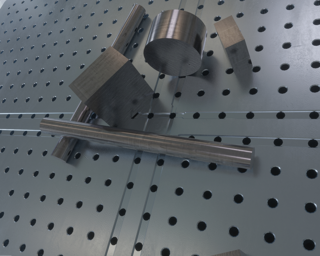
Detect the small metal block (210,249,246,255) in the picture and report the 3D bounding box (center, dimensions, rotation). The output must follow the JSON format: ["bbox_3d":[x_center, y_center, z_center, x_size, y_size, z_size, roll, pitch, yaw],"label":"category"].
[{"bbox_3d":[0.059,0.146,0.288,0.050,0.025,0.050,-20,54,16],"label":"small metal block"}]

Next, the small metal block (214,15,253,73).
[{"bbox_3d":[0.097,-0.110,0.409,0.025,0.050,0.050,-23,53,14],"label":"small metal block"}]

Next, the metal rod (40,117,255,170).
[{"bbox_3d":[-0.035,0.015,0.399,0.301,0.025,0.025,8,66,25],"label":"metal rod"}]

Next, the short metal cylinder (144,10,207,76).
[{"bbox_3d":[0.022,-0.116,0.433,0.080,0.080,0.050,-1,62,28],"label":"short metal cylinder"}]

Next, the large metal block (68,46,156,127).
[{"bbox_3d":[-0.066,-0.054,0.440,0.080,0.080,0.050,-45,51,-3],"label":"large metal block"}]

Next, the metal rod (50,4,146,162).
[{"bbox_3d":[-0.094,-0.084,0.508,0.025,0.025,0.300,11,67,32],"label":"metal rod"}]
